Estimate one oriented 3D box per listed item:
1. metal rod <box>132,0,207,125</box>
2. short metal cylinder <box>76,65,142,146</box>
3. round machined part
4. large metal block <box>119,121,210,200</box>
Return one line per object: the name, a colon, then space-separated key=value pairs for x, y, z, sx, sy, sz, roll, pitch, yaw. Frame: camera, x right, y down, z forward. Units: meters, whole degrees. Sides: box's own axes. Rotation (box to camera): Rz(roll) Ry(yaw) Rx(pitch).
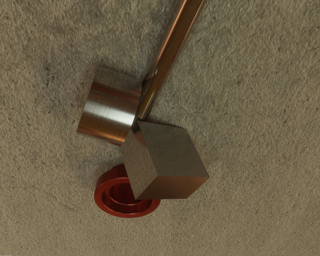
metal rod: x=0.018 y=-0.099 z=0.322 sx=0.025 sy=0.025 sz=0.298 roll=17 pitch=128 yaw=-15
short metal cylinder: x=-0.058 y=-0.025 z=0.349 sx=0.050 sy=0.080 sz=0.079 roll=18 pitch=128 yaw=-15
round machined part: x=-0.048 y=0.092 z=0.474 sx=0.099 sy=0.042 sz=0.097 roll=-1 pitch=130 yaw=0
large metal block: x=0.004 y=0.042 z=0.391 sx=0.081 sy=0.080 sz=0.050 roll=9 pitch=133 yaw=-37
